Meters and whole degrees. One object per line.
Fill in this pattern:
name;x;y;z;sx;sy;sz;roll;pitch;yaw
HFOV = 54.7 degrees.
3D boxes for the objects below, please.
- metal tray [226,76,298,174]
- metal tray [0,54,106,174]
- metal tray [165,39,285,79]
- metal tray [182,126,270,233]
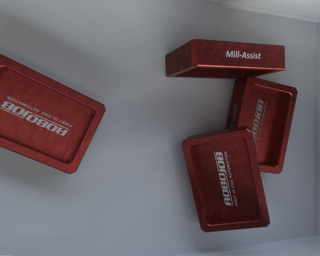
metal tray;0.145;-0.003;0.455;0.091;0.030;0.129;10;92;-20
metal tray;-0.141;-0.013;0.355;0.131;0.030;0.090;27;81;-18
metal tray;0.083;-0.086;0.406;0.131;0.090;0.030;-2;91;-20
metal tray;0.088;0.069;0.415;0.090;0.030;0.129;-11;95;17
